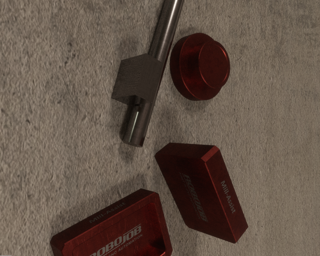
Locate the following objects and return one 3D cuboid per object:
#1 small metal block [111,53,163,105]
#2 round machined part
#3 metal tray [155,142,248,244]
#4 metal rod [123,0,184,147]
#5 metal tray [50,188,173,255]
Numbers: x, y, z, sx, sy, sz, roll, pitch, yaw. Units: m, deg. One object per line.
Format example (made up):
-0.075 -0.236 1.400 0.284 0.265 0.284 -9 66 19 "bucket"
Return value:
-0.028 -0.056 0.366 0.025 0.050 0.050 22 76 -38 "small metal block"
0.065 -0.089 0.450 0.099 0.042 0.097 0 90 -40 "round machined part"
0.054 0.083 0.410 0.030 0.090 0.129 -37 113 -34 "metal tray"
0.005 -0.120 0.410 0.025 0.025 0.299 25 74 -38 "metal rod"
-0.049 0.139 0.361 0.131 0.030 0.089 -22 104 -38 "metal tray"
